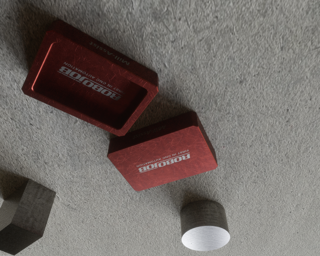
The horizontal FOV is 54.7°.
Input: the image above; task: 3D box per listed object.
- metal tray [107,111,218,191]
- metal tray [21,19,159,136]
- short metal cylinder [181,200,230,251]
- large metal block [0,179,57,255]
[{"bbox_3d":[0.005,0.036,0.435,0.130,0.030,0.090,-19,128,15],"label":"metal tray"},{"bbox_3d":[-0.078,-0.051,0.358,0.131,0.030,0.090,26,125,-21],"label":"metal tray"},{"bbox_3d":[0.076,0.169,0.536,0.081,0.050,0.079,0,130,0],"label":"short metal cylinder"},{"bbox_3d":[-0.218,0.140,0.488,0.080,0.080,0.050,-36,122,26],"label":"large metal block"}]
